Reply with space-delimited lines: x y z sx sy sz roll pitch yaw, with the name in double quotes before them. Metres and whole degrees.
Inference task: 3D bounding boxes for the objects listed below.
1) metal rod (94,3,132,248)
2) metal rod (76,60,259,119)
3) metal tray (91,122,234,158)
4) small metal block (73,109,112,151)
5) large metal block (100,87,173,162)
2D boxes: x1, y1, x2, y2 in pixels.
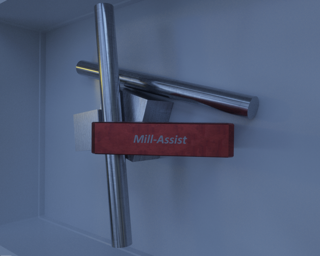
"metal rod" -0.059 -0.007 0.386 0.025 0.025 0.298 -8 85 39
"metal rod" -0.015 -0.060 0.416 0.300 0.025 0.025 19 102 38
"metal tray" 0.006 0.009 0.321 0.131 0.090 0.030 1 92 8
"small metal block" -0.088 0.004 0.409 0.050 0.025 0.050 -8 84 39
"large metal block" -0.038 -0.008 0.418 0.080 0.050 0.079 23 104 37
